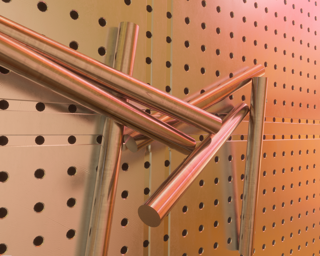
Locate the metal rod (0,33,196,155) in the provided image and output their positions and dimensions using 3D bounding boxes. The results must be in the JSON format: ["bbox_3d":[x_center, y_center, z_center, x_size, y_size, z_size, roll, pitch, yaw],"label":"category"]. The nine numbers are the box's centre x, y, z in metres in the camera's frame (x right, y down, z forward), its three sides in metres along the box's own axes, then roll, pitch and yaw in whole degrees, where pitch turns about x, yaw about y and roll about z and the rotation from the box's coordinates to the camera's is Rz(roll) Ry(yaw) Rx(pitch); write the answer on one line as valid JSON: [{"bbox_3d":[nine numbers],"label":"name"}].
[{"bbox_3d":[-0.070,-0.032,0.315,0.301,0.025,0.025,28,73,-36],"label":"metal rod"}]

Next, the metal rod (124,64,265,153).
[{"bbox_3d":[0.070,-0.042,0.466,0.302,0.025,0.025,-30,109,-36],"label":"metal rod"}]

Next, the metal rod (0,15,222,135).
[{"bbox_3d":[-0.050,-0.051,0.336,0.302,0.025,0.025,22,76,-29],"label":"metal rod"}]

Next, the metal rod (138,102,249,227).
[{"bbox_3d":[0.065,0.026,0.408,0.302,0.025,0.025,-37,114,-51],"label":"metal rod"}]

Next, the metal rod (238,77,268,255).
[{"bbox_3d":[0.156,0.065,0.521,0.025,0.025,0.298,0,95,-40],"label":"metal rod"}]

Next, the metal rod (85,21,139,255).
[{"bbox_3d":[-0.056,0.024,0.360,0.025,0.025,0.299,12,82,-39],"label":"metal rod"}]
